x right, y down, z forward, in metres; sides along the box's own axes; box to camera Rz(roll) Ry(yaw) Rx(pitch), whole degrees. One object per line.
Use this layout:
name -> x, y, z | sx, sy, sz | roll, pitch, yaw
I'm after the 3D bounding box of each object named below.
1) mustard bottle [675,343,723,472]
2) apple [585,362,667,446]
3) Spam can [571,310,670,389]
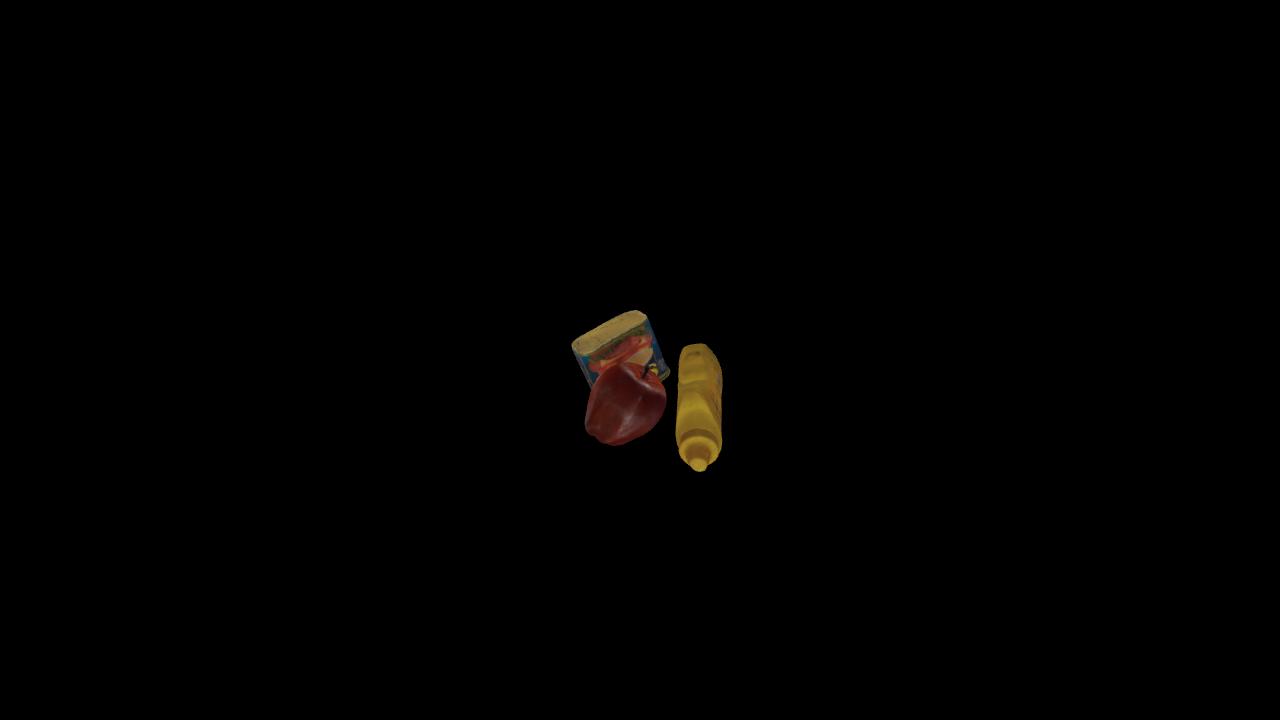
mustard bottle -> 0.068, 0.061, 0.702 | 0.054, 0.092, 0.184 | -4, 30, 9
apple -> -0.016, 0.045, 0.643 | 0.079, 0.093, 0.079 | 34, 13, -9
Spam can -> -0.024, -0.002, 0.759 | 0.101, 0.085, 0.058 | -30, 29, -15
